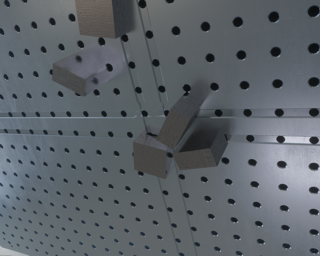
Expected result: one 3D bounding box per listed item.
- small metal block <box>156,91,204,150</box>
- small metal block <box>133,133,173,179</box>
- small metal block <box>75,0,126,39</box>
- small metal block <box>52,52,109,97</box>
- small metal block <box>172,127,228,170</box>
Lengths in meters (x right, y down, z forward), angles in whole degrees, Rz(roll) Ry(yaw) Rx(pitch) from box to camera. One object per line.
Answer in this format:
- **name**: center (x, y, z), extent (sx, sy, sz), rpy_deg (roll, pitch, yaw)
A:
- **small metal block**: center (0.024, -0.009, 0.377), extent (0.025, 0.050, 0.050), rpy_deg (31, 129, 8)
- **small metal block**: center (-0.009, 0.040, 0.441), extent (0.050, 0.025, 0.050), rpy_deg (14, 124, 20)
- **small metal block**: center (-0.070, -0.136, 0.365), extent (0.050, 0.025, 0.050), rpy_deg (12, 124, 21)
- **small metal block**: center (-0.103, -0.072, 0.406), extent (0.050, 0.050, 0.025), rpy_deg (27, 128, 11)
- **small metal block**: center (0.051, 0.026, 0.385), extent (0.050, 0.050, 0.025), rpy_deg (-11, 113, 33)
